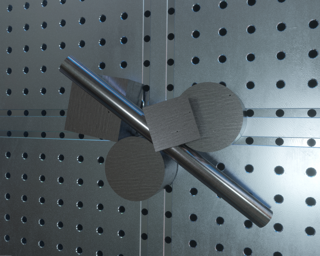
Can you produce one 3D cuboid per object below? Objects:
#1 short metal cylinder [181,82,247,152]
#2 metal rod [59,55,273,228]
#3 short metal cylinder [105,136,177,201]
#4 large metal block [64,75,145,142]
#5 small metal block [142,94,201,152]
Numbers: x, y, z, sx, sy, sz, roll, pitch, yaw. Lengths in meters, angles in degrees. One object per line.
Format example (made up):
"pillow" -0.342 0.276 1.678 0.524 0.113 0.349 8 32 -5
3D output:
"short metal cylinder" 0.061 -0.012 0.374 0.080 0.050 0.079 0 90 20
"metal rod" 0.006 0.015 0.369 0.300 0.025 0.025 38 103 1
"short metal cylinder" -0.024 0.050 0.404 0.080 0.050 0.079 0 90 20
"large metal block" -0.074 -0.029 0.419 0.080 0.050 0.079 12 94 19
"small metal block" 0.013 -0.004 0.343 0.050 0.025 0.050 -17 84 1
